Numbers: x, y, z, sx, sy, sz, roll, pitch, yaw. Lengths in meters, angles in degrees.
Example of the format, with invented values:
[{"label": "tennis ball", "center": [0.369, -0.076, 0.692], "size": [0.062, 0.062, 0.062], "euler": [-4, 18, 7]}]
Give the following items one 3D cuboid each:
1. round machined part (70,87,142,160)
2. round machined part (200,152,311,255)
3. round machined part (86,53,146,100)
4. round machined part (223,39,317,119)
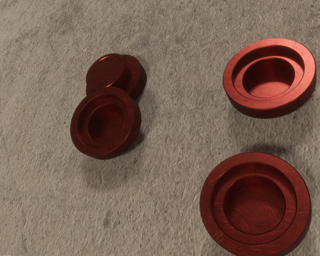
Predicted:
[{"label": "round machined part", "center": [-0.069, -0.003, 0.423], "size": [0.098, 0.042, 0.098], "euler": [-8, 67, 21]}, {"label": "round machined part", "center": [0.092, 0.076, 0.298], "size": [0.098, 0.042, 0.098], "euler": [-13, 56, 20]}, {"label": "round machined part", "center": [-0.074, -0.076, 0.476], "size": [0.098, 0.042, 0.098], "euler": [-13, 56, 20]}, {"label": "round machined part", "center": [0.126, -0.052, 0.358], "size": [0.098, 0.042, 0.098], "euler": [-13, 56, 20]}]
